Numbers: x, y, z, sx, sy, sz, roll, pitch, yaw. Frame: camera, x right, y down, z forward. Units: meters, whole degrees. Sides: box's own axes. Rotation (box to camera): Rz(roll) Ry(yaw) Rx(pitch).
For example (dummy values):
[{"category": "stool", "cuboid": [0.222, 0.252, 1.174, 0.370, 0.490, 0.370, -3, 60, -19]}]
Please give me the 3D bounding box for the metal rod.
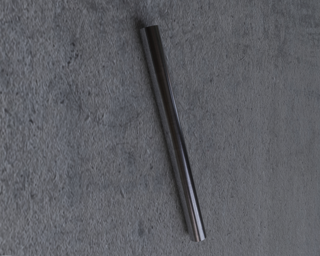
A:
[{"category": "metal rod", "cuboid": [0.021, 0.016, 0.420, 0.025, 0.025, 0.298, -23, 104, -38]}]
